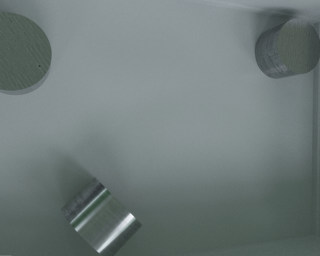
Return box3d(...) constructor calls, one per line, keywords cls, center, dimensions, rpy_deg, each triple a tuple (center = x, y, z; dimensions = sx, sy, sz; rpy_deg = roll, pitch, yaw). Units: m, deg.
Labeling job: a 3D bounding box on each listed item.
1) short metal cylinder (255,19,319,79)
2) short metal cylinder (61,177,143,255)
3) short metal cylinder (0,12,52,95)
box3d(cls="short metal cylinder", center=(0.193, -0.118, 0.471), dimensions=(0.081, 0.050, 0.079), rpy_deg=(0, 90, -21))
box3d(cls="short metal cylinder", center=(-0.066, 0.103, 0.358), dimensions=(0.050, 0.080, 0.080), rpy_deg=(-44, 104, -15))
box3d(cls="short metal cylinder", center=(-0.161, -0.078, 0.338), dimensions=(0.081, 0.050, 0.079), rpy_deg=(0, 90, -21))
